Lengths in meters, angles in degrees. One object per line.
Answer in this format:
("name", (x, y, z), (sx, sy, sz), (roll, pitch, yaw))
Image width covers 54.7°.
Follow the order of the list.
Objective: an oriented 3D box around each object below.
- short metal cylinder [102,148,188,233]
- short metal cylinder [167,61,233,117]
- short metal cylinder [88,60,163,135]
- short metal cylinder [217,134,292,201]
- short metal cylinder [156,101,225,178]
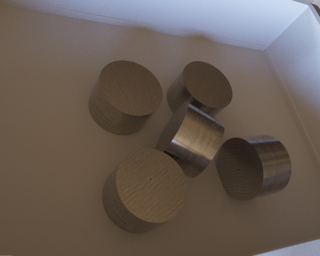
("short metal cylinder", (-0.017, 0.069, 0.338), (0.081, 0.050, 0.080), (14, 56, -21))
("short metal cylinder", (0.057, -0.050, 0.450), (0.081, 0.050, 0.080), (14, 56, -21))
("short metal cylinder", (-0.044, -0.037, 0.389), (0.081, 0.050, 0.080), (14, 56, -21))
("short metal cylinder", (0.121, 0.050, 0.405), (0.050, 0.080, 0.080), (-5, 64, -30))
("short metal cylinder", (0.034, 0.014, 0.380), (0.050, 0.080, 0.080), (30, 52, -9))
